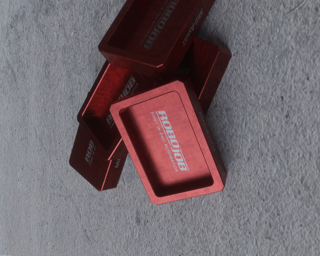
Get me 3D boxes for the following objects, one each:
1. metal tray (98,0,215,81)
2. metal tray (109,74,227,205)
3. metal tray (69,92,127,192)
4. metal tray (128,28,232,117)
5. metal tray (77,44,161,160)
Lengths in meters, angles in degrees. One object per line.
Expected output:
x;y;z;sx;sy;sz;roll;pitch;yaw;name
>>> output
-0.001;-0.125;0.358;0.090;0.030;0.130;22;76;27;metal tray
0.011;0.016;0.348;0.090;0.030;0.129;-18;103;22;metal tray
-0.088;0.018;0.472;0.090;0.030;0.129;31;109;35;metal tray
0.014;-0.076;0.390;0.130;0.030;0.089;34;110;34;metal tray
-0.052;-0.033;0.405;0.090;0.030;0.129;49;118;28;metal tray
